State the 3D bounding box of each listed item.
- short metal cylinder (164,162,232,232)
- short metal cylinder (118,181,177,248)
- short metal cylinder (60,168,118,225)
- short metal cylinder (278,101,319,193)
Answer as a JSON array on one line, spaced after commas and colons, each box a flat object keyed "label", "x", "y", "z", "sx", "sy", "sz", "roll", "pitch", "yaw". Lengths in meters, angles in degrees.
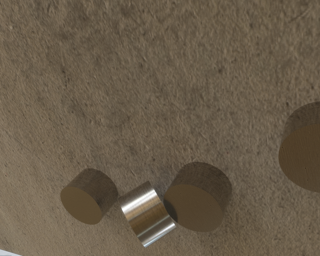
[{"label": "short metal cylinder", "x": 0.052, "y": 0.093, "z": 0.420, "sx": 0.080, "sy": 0.050, "sz": 0.079, "roll": 13, "pitch": 124, "yaw": 20}, {"label": "short metal cylinder", "x": -0.018, "y": 0.123, "z": 0.447, "sx": 0.050, "sy": 0.080, "sz": 0.080, "roll": -30, "pitch": 107, "yaw": -7}, {"label": "short metal cylinder", "x": -0.119, "y": 0.115, "z": 0.522, "sx": 0.080, "sy": 0.050, "sz": 0.079, "roll": 13, "pitch": 124, "yaw": 20}, {"label": "short metal cylinder", "x": 0.166, "y": 0.019, "z": 0.315, "sx": 0.080, "sy": 0.050, "sz": 0.079, "roll": 13, "pitch": 124, "yaw": 20}]
